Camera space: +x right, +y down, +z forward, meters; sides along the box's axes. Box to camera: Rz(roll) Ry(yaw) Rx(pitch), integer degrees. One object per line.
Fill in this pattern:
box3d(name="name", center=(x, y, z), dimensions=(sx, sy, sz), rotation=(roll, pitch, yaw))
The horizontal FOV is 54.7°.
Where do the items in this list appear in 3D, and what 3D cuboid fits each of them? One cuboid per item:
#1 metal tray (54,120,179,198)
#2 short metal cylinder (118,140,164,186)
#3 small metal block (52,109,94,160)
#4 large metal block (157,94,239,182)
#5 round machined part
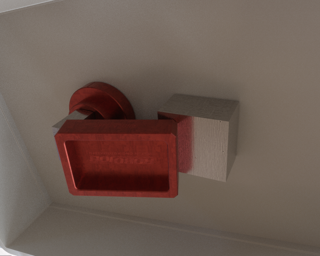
box3d(name="metal tray", center=(-0.045, 0.036, 0.357), dimensions=(0.131, 0.030, 0.089), rotation=(0, 121, 6))
box3d(name="short metal cylinder", center=(-0.027, 0.048, 0.418), dimensions=(0.080, 0.050, 0.079), rotation=(6, 132, 7))
box3d(name="small metal block", center=(-0.107, 0.010, 0.397), dimensions=(0.025, 0.050, 0.050), rotation=(12, 123, 21))
box3d(name="large metal block", center=(0.047, 0.010, 0.369), dimensions=(0.080, 0.050, 0.079), rotation=(9, 123, 23))
box3d(name="round machined part", center=(-0.087, -0.012, 0.432), dimensions=(0.098, 0.042, 0.097), rotation=(13, 124, 20))
